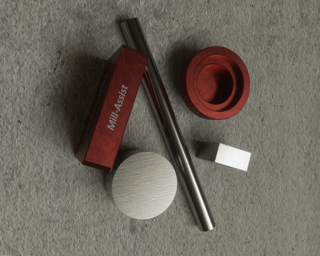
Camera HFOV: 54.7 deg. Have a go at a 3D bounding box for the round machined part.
[{"bbox_3d":[0.071,-0.060,0.429,0.099,0.042,0.097,0,90,-21],"label":"round machined part"}]

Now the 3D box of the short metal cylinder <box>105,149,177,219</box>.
[{"bbox_3d":[-0.025,0.068,0.388,0.081,0.050,0.079,0,90,-21],"label":"short metal cylinder"}]

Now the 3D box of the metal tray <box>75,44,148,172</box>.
[{"bbox_3d":[-0.059,-0.021,0.355,0.030,0.090,0.129,20,83,-19],"label":"metal tray"}]

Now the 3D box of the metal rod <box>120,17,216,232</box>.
[{"bbox_3d":[0.014,0.001,0.417,0.025,0.025,0.298,-24,98,-19],"label":"metal rod"}]

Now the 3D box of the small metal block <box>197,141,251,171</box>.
[{"bbox_3d":[0.087,0.038,0.428,0.050,0.050,0.025,18,84,-20],"label":"small metal block"}]
